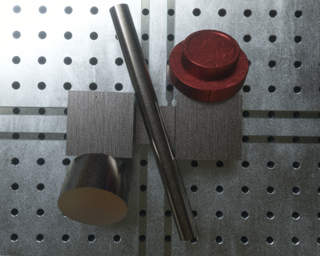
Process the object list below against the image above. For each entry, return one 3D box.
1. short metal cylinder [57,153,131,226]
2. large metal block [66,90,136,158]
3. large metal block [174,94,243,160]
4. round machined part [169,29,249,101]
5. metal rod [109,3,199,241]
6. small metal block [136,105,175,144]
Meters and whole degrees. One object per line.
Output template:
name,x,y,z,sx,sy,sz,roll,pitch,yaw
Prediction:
short metal cylinder,-0.078,0.076,0.379,0.080,0.050,0.079,1,133,1
large metal block,-0.073,-0.005,0.401,0.081,0.050,0.079,2,90,0
large metal block,0.060,-0.001,0.402,0.081,0.050,0.079,1,90,0
round machined part,0.060,-0.083,0.381,0.099,0.042,0.098,1,55,-1
metal rod,-0.007,-0.007,0.387,0.025,0.025,0.298,-17,90,0
small metal block,-0.006,-0.004,0.414,0.050,0.025,0.050,1,90,0
